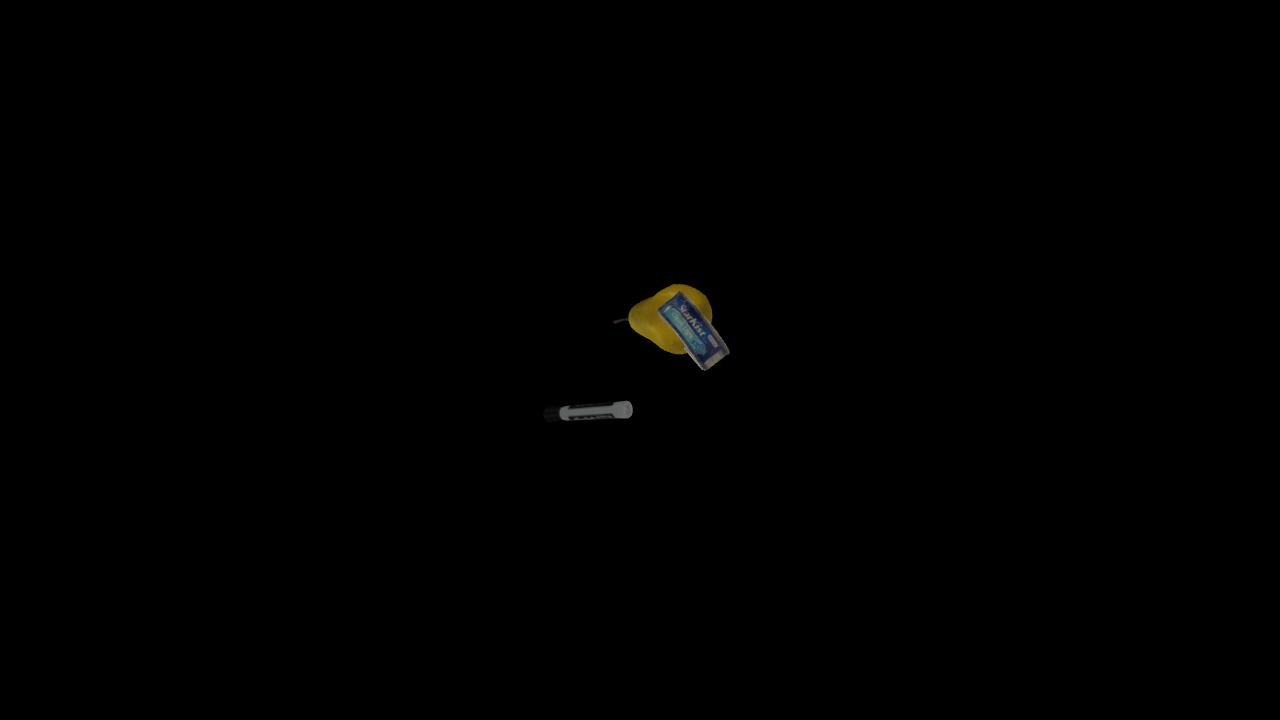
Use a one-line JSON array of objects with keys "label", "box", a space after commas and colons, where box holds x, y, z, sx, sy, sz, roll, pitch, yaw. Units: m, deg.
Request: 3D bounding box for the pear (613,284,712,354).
[{"label": "pear", "box": [0.025, -0.050, 0.710, 0.111, 0.080, 0.080, 12, 5, 27]}]

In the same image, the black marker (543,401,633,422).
[{"label": "black marker", "box": [-0.062, 0.059, 0.694, 0.121, 0.020, 0.020, -6, -4, 34]}]

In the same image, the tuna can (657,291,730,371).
[{"label": "tuna can", "box": [0.055, -0.030, 0.642, 0.034, 0.084, 0.084, -38, -1, 2]}]
